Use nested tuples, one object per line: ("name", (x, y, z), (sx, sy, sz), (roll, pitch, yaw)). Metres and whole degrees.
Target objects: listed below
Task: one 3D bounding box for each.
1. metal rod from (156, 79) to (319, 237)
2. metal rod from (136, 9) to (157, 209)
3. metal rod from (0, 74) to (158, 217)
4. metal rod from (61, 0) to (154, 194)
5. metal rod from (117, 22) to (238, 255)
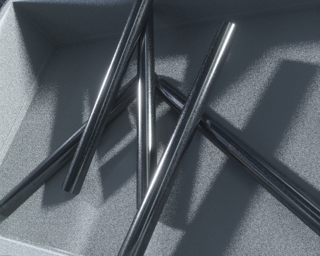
("metal rod", (0.084, 0.022, 0.347), (0.025, 0.025, 0.300), (-44, 51, -2))
("metal rod", (-0.019, -0.043, 0.418), (0.025, 0.025, 0.299), (-12, 64, 22))
("metal rod", (-0.120, 0.018, 0.458), (0.300, 0.025, 0.025), (-43, 51, -2))
("metal rod", (-0.070, -0.055, 0.432), (0.025, 0.025, 0.299), (17, 84, 34))
("metal rod", (0.027, 0.005, 0.357), (0.025, 0.025, 0.300), (15, 73, 34))
